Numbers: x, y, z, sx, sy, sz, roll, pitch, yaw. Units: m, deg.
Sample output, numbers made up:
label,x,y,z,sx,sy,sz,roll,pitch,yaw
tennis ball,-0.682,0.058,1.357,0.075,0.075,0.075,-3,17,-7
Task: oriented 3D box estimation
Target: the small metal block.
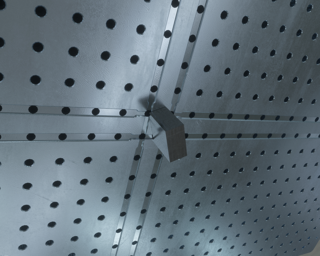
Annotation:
label,x,y,z,sx,sy,sz,roll,pitch,yaw
small metal block,0.010,0.008,0.405,0.025,0.050,0.050,-21,127,-16
